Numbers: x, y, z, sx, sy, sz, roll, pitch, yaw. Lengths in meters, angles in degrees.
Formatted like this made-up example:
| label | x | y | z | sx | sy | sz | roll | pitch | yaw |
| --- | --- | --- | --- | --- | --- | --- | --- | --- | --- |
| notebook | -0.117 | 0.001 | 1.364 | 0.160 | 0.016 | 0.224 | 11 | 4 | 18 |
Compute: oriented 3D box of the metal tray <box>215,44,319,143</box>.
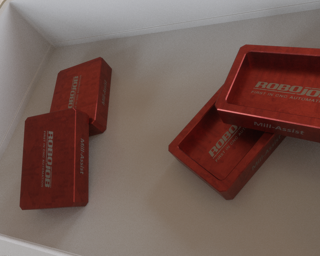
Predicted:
| label | x | y | z | sx | sy | sz | roll | pitch | yaw |
| --- | --- | --- | --- | --- | --- | --- | --- | --- | --- |
| metal tray | 0.133 | -0.038 | 0.316 | 0.130 | 0.030 | 0.090 | 14 | 67 | 32 |

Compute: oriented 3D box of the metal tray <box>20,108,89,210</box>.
| label | x | y | z | sx | sy | sz | roll | pitch | yaw |
| --- | --- | --- | --- | --- | --- | --- | --- | --- | --- |
| metal tray | -0.144 | 0.044 | 0.426 | 0.090 | 0.030 | 0.129 | -9 | 74 | 21 |

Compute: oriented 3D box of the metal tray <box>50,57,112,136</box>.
| label | x | y | z | sx | sy | sz | roll | pitch | yaw |
| --- | --- | --- | --- | --- | --- | --- | --- | --- | --- |
| metal tray | -0.127 | -0.046 | 0.495 | 0.090 | 0.030 | 0.130 | -14 | 56 | 20 |

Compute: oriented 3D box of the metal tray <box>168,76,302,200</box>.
| label | x | y | z | sx | sy | sz | roll | pitch | yaw |
| --- | --- | --- | --- | --- | --- | --- | --- | --- | --- |
| metal tray | 0.084 | 0.004 | 0.354 | 0.130 | 0.030 | 0.090 | -48 | 52 | -6 |
